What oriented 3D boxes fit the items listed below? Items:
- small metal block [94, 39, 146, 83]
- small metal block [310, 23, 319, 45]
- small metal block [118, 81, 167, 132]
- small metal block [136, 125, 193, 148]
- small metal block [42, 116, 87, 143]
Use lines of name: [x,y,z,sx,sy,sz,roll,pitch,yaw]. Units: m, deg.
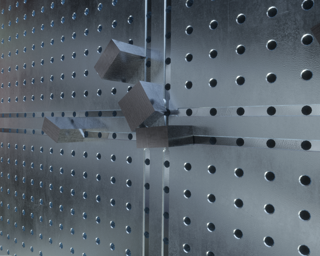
small metal block: [-0.056,-0.093,0.437,0.050,0.050,0.025,-50,61,28]
small metal block: [0.170,-0.078,0.269,0.050,0.025,0.050,-32,70,35]
small metal block: [-0.025,-0.029,0.428,0.050,0.025,0.050,-41,66,32]
small metal block: [0.006,0.011,0.386,0.050,0.050,0.025,-5,87,39]
small metal block: [-0.162,0.002,0.524,0.050,0.050,0.025,30,109,35]
